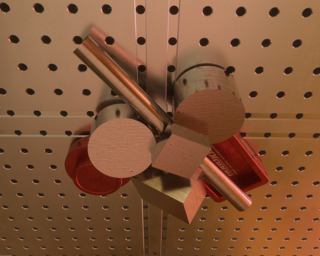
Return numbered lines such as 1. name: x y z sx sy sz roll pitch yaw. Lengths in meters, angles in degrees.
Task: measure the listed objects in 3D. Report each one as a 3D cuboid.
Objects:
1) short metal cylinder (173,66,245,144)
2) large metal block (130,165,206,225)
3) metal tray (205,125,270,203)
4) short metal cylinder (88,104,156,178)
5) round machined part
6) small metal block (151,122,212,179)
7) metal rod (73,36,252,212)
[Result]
1. short metal cylinder: 0.056 -0.026 0.369 0.081 0.050 0.079 0 130 0
2. large metal block: 0.013 0.079 0.423 0.080 0.050 0.080 22 152 25
3. metal tray: 0.088 0.050 0.447 0.090 0.030 0.130 -29 125 22
4. short metal cylinder: -0.048 0.015 0.388 0.081 0.050 0.079 -3 114 -8
5. round machined part: -0.087 0.060 0.445 0.099 0.042 0.097 0 130 0
6. small metal block: 0.024 0.027 0.361 0.050 0.025 0.050 21 119 -17
7. metal rod: 0.017 0.009 0.382 0.025 0.025 0.300 -35 113 26
